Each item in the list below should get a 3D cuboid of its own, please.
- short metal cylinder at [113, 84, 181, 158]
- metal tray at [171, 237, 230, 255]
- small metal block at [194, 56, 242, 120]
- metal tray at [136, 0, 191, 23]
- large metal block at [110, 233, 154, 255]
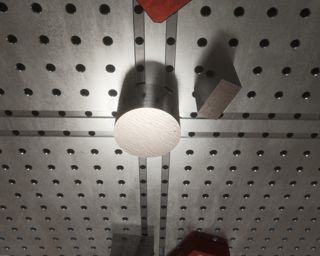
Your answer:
[{"bbox_3d":[-0.015,-0.008,0.388,0.081,0.050,0.079,0,130,0],"label":"short metal cylinder"},{"bbox_3d":[0.074,0.281,0.648,0.091,0.030,0.129,21,127,-18],"label":"metal tray"},{"bbox_3d":[0.065,-0.046,0.357,0.025,0.050,0.050,20,127,-17],"label":"small metal block"},{"bbox_3d":[-0.007,-0.169,0.265,0.090,0.030,0.130,-31,124,23],"label":"metal tray"},{"bbox_3d":[-0.057,0.255,0.612,0.081,0.050,0.079,6,130,-6],"label":"large metal block"}]
